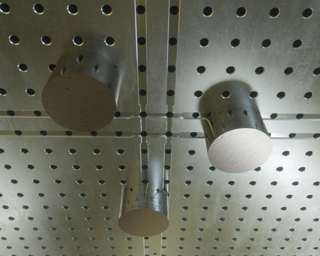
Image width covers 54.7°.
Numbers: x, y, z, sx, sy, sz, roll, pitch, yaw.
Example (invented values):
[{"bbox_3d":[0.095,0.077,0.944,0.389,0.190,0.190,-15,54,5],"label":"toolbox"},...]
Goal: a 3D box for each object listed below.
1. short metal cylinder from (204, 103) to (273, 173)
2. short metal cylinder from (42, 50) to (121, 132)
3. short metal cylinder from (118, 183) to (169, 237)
[{"bbox_3d":[0.101,0.014,0.408,0.081,0.050,0.079,0,130,0],"label":"short metal cylinder"},{"bbox_3d":[-0.088,-0.042,0.359,0.081,0.050,0.079,0,130,0],"label":"short metal cylinder"},{"bbox_3d":[-0.026,0.135,0.510,0.081,0.050,0.079,0,130,0],"label":"short metal cylinder"}]
